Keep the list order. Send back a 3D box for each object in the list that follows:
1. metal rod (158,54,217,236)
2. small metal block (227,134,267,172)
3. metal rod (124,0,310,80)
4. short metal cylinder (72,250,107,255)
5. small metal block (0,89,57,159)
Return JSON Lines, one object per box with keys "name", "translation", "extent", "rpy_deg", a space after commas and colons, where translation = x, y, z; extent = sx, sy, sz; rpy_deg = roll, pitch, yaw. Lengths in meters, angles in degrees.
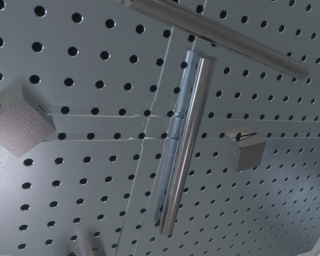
{"name": "metal rod", "translation": [0.034, 0.042, 0.455], "extent": [0.025, 0.025, 0.298], "rpy_deg": [-4, 120, -27]}
{"name": "small metal block", "translation": [0.144, 0.041, 0.515], "extent": [0.050, 0.025, 0.050], "rpy_deg": [-10, 123, -23]}
{"name": "metal rod", "translation": [0.094, -0.110, 0.394], "extent": [0.302, 0.025, 0.025], "rpy_deg": [11, 113, -33]}
{"name": "short metal cylinder", "translation": [-0.113, 0.238, 0.481], "extent": [0.081, 0.050, 0.079], "rpy_deg": [-14, 124, -21]}
{"name": "small metal block", "translation": [-0.148, -0.004, 0.328], "extent": [0.050, 0.025, 0.050], "rpy_deg": [-37, 129, -4]}
